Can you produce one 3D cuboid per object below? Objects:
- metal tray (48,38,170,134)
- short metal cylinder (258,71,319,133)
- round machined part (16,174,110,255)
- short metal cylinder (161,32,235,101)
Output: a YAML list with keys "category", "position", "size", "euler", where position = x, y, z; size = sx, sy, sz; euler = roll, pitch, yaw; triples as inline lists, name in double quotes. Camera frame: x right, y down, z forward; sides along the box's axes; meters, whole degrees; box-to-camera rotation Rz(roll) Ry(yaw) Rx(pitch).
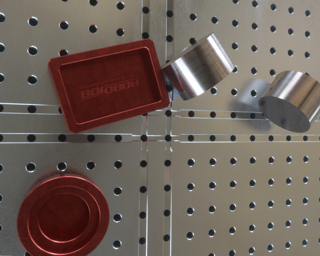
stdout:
- category: "metal tray"
  position: [-0.061, -0.053, 0.387]
  size: [0.131, 0.030, 0.089]
  euler: [-17, 96, -19]
- category: "short metal cylinder"
  position: [0.194, -0.038, 0.455]
  size: [0.080, 0.080, 0.050]
  euler: [43, 77, -15]
- category: "round machined part"
  position: [-0.112, 0.102, 0.362]
  size: [0.099, 0.042, 0.097]
  euler: [0, 90, -20]
- category: "short metal cylinder"
  position: [0.049, -0.079, 0.401]
  size: [0.080, 0.080, 0.050]
  euler: [-39, 103, -16]
